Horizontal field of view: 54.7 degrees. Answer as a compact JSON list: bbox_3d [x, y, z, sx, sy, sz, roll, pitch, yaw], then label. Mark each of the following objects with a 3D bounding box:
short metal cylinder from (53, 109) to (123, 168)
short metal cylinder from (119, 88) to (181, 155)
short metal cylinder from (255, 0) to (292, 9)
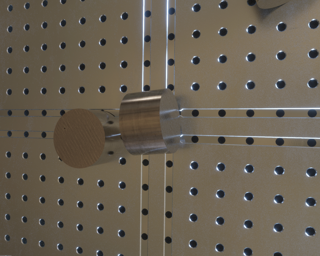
[{"bbox_3d":[-0.100,0.014,0.434,0.080,0.050,0.079,0,90,20],"label":"short metal cylinder"},{"bbox_3d":[-0.010,-0.007,0.387,0.050,0.080,0.080,-5,88,20],"label":"short metal cylinder"},{"bbox_3d":[0.135,-0.176,0.336,0.080,0.080,0.050,-24,82,18],"label":"short metal cylinder"}]
